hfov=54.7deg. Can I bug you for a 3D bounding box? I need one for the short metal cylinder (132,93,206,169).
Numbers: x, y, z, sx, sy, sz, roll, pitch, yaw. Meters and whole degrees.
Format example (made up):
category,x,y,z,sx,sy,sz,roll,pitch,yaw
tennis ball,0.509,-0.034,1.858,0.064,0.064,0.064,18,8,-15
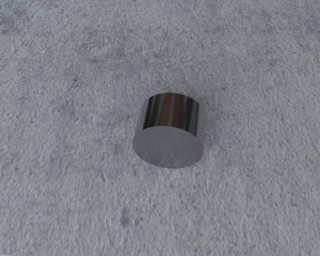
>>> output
category,x,y,z,sx,sy,sz,roll,pitch,yaw
short metal cylinder,0.012,0.005,0.364,0.080,0.080,0.050,6,51,5
